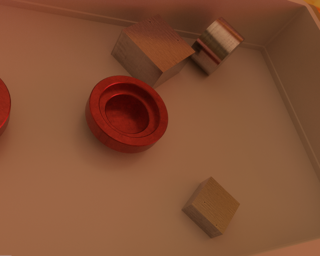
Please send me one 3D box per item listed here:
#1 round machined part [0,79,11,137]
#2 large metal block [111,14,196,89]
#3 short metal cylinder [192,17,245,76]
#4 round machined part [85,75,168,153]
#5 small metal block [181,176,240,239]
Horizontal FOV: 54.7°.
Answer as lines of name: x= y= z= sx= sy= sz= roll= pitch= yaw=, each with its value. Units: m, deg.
round machined part: x=-0.199 y=-0.016 z=0.297 sx=0.099 sy=0.042 sz=0.098 roll=14 pitch=56 yaw=-21
large metal block: x=-0.010 y=-0.110 z=0.453 sx=0.080 sy=0.050 sz=0.080 roll=47 pitch=51 yaw=4
short metal cylinder: x=0.090 y=-0.131 z=0.501 sx=0.050 sy=0.080 sz=0.080 roll=45 pitch=51 yaw=2
round machined part: x=-0.043 y=-0.013 z=0.381 sx=0.099 sy=0.042 sz=0.098 roll=14 pitch=56 yaw=-21
small metal block: x=0.063 y=0.097 z=0.382 sx=0.050 sy=0.025 sz=0.050 roll=44 pitch=51 yaw=2
